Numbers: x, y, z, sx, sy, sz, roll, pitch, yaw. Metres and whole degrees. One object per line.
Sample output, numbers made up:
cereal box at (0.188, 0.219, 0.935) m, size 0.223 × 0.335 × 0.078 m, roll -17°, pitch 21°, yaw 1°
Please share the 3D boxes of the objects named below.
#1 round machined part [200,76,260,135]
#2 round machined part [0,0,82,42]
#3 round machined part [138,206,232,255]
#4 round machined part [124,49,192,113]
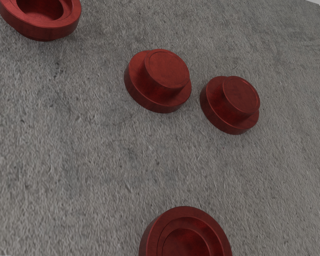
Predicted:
round machined part at (0.115, -0.042, 0.480) m, size 0.099 × 0.042 × 0.098 m, roll 14°, pitch 56°, yaw -21°
round machined part at (-0.156, -0.152, 0.402) m, size 0.099 × 0.042 × 0.098 m, roll 14°, pitch 56°, yaw -21°
round machined part at (0.023, 0.135, 0.323) m, size 0.099 × 0.042 × 0.098 m, roll 14°, pitch 56°, yaw -21°
round machined part at (0.003, -0.073, 0.438) m, size 0.099 × 0.042 × 0.098 m, roll 14°, pitch 56°, yaw -21°
